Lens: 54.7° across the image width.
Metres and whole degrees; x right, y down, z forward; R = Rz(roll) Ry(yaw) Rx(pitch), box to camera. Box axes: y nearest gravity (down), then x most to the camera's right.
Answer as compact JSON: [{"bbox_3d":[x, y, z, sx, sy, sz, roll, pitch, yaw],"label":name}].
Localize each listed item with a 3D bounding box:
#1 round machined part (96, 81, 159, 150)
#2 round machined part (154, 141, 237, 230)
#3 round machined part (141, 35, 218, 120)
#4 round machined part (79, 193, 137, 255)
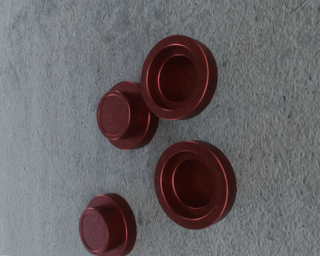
[{"bbox_3d":[-0.052,-0.018,0.437,0.098,0.042,0.097,0,90,40],"label":"round machined part"},{"bbox_3d":[0.044,0.063,0.358,0.098,0.042,0.097,0,90,40],"label":"round machined part"},{"bbox_3d":[0.027,-0.058,0.372,0.098,0.042,0.097,0,90,40],"label":"round machined part"},{"bbox_3d":[-0.084,0.150,0.464,0.098,0.042,0.097,0,90,40],"label":"round machined part"}]
